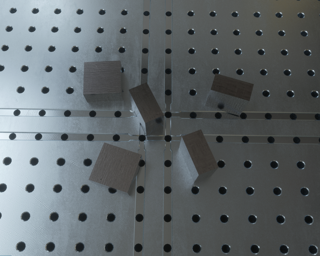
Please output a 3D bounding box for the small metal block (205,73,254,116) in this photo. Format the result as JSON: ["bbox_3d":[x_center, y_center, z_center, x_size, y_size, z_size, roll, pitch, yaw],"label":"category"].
[{"bbox_3d":[0.092,-0.044,0.416,0.050,0.050,0.025,17,71,6],"label":"small metal block"}]

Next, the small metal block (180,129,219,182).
[{"bbox_3d":[0.047,0.036,0.386,0.025,0.050,0.050,-20,72,-7],"label":"small metal block"}]

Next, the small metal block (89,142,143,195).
[{"bbox_3d":[-0.055,0.052,0.392,0.050,0.025,0.050,18,71,6],"label":"small metal block"}]

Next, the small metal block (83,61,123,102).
[{"bbox_3d":[-0.079,-0.065,0.435,0.050,0.025,0.050,-3,70,-2],"label":"small metal block"}]

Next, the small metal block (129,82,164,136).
[{"bbox_3d":[-0.017,-0.024,0.407,0.025,0.050,0.050,-24,72,-9],"label":"small metal block"}]
